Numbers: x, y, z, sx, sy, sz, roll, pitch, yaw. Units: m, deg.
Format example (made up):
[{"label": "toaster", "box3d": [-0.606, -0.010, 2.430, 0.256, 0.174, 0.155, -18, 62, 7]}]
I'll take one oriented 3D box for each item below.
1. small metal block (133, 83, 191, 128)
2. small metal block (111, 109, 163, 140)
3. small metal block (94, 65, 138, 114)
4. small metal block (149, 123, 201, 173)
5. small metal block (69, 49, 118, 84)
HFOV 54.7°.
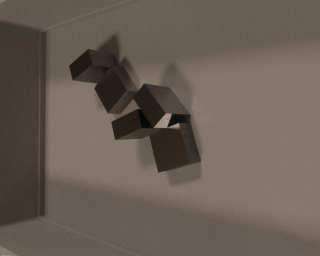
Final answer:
[{"label": "small metal block", "box3d": [0.003, -0.027, 0.387, 0.025, 0.050, 0.050, -49, 61, 28]}, {"label": "small metal block", "box3d": [-0.027, -0.004, 0.411, 0.050, 0.050, 0.025, -23, 76, 37]}, {"label": "small metal block", "box3d": [-0.065, -0.056, 0.458, 0.050, 0.025, 0.050, -45, 63, 30]}, {"label": "small metal block", "box3d": [0.018, 0.025, 0.390, 0.050, 0.025, 0.050, -23, 76, 37]}, {"label": "small metal block", "box3d": [-0.100, -0.092, 0.471, 0.050, 0.050, 0.025, -27, 74, 36]}]
